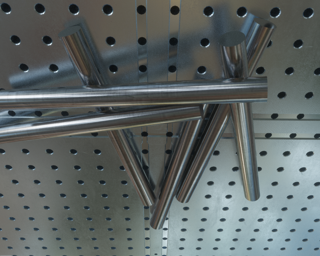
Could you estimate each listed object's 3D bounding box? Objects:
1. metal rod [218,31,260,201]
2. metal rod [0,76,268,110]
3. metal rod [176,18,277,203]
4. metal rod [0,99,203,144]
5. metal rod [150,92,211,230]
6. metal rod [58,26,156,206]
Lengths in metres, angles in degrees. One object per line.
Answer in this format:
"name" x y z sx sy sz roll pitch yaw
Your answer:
"metal rod" 0.109 0.012 0.398 0.025 0.025 0.299 -13 137 10
"metal rod" -0.043 -0.036 0.336 0.301 0.025 0.025 -1 131 15
"metal rod" 0.073 0.002 0.413 0.025 0.025 0.298 11 129 -9
"metal rod" -0.098 -0.005 0.378 0.301 0.025 0.025 -7 130 17
"metal rod" 0.025 0.060 0.462 0.025 0.025 0.298 9 130 -8
"metal rod" -0.057 0.009 0.418 0.025 0.025 0.299 -11 129 9
